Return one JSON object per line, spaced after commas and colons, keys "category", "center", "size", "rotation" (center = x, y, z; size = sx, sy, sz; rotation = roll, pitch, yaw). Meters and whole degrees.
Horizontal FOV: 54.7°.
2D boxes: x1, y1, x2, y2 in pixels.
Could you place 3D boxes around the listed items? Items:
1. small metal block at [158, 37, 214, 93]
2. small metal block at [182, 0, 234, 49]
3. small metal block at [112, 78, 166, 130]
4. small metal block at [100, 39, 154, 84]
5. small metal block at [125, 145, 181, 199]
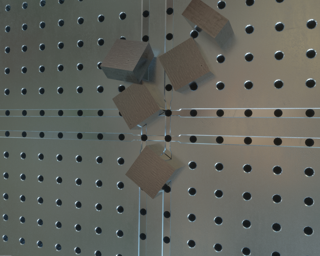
{"category": "small metal block", "center": [0.034, -0.080, 0.400], "size": [0.050, 0.025, 0.050], "rotation": [-28, 81, 17]}
{"category": "small metal block", "center": [0.060, -0.127, 0.378], "size": [0.050, 0.050, 0.025], "rotation": [41, 103, 15]}
{"category": "small metal block", "center": [-0.028, -0.032, 0.422], "size": [0.050, 0.025, 0.050], "rotation": [-34, 79, 16]}
{"category": "small metal block", "center": [-0.043, -0.090, 0.413], "size": [0.050, 0.025, 0.050], "rotation": [13, 64, 24]}
{"category": "small metal block", "center": [-0.009, 0.058, 0.415], "size": [0.050, 0.025, 0.050], "rotation": [39, 102, 15]}
